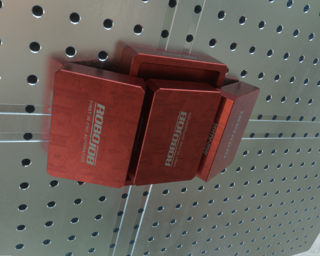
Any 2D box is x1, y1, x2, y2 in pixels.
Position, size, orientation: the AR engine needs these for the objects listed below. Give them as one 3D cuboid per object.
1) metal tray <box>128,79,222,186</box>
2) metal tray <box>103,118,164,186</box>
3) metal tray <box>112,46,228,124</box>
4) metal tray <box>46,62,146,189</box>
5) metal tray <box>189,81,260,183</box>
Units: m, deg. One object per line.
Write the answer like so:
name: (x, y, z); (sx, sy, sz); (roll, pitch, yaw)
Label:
metal tray: (0.015, 0.008, 0.383); (0.091, 0.030, 0.129); (-1, 119, -29)
metal tray: (-0.007, 0.032, 0.426); (0.131, 0.030, 0.089); (0, 119, -29)
metal tray: (0.013, -0.047, 0.387); (0.131, 0.030, 0.089); (0, 119, -29)
metal tray: (-0.073, 0.001, 0.347); (0.091, 0.030, 0.129); (12, 115, -6)
metal tray: (0.091, 0.004, 0.438); (0.091, 0.030, 0.129); (-21, 132, -51)
